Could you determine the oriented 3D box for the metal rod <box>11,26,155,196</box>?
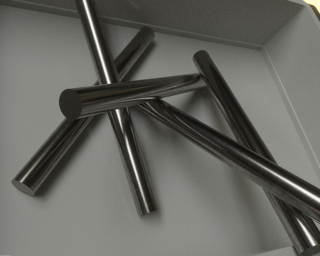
[{"bbox_3d":[-0.076,-0.045,0.393,0.025,0.025,0.301,34,51,-7],"label":"metal rod"}]

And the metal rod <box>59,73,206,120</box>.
[{"bbox_3d":[0.004,-0.049,0.372,0.025,0.025,0.302,53,31,9],"label":"metal rod"}]

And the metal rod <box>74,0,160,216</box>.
[{"bbox_3d":[-0.058,-0.046,0.372,0.025,0.025,0.299,-11,77,-33],"label":"metal rod"}]

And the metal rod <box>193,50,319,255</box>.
[{"bbox_3d":[0.095,-0.002,0.361,0.025,0.025,0.300,8,41,-25],"label":"metal rod"}]

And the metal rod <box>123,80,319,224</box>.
[{"bbox_3d":[0.052,0.013,0.327,0.025,0.025,0.300,-23,41,-37],"label":"metal rod"}]
